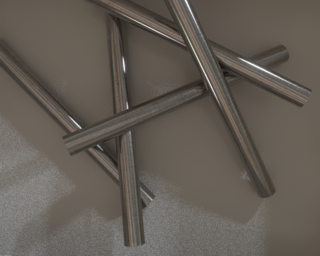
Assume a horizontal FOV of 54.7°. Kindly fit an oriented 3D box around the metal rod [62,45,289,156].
[{"bbox_3d":[0.029,-0.039,0.384,0.302,0.025,0.025,-24,90,-12],"label":"metal rod"}]

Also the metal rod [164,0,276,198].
[{"bbox_3d":[0.073,-0.039,0.370,0.025,0.025,0.299,-29,107,0],"label":"metal rod"}]

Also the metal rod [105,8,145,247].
[{"bbox_3d":[-0.046,-0.006,0.394,0.025,0.025,0.298,-6,83,-1],"label":"metal rod"}]

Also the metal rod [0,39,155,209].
[{"bbox_3d":[-0.121,-0.008,0.409,0.025,0.025,0.300,-45,91,0],"label":"metal rod"}]

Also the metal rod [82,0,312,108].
[{"bbox_3d":[0.039,-0.104,0.378,0.301,0.025,0.025,27,90,4],"label":"metal rod"}]
